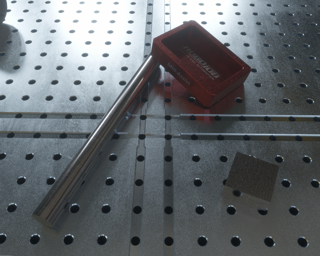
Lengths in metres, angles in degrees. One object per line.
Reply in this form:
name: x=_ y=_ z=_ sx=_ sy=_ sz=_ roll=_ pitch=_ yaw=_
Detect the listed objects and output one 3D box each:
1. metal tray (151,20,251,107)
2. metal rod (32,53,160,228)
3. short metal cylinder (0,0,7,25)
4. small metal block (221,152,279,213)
metal tray: x=0.061 y=-0.102 z=0.473 sx=0.091 sy=0.030 sz=0.130 roll=-34 pitch=70 yaw=-27
metal rod: x=-0.065 y=-0.008 z=0.413 sx=0.025 sy=0.025 sz=0.301 roll=18 pitch=52 yaw=14
short metal cylinder: x=-0.325 y=-0.223 z=0.555 sx=0.050 sy=0.080 sz=0.080 roll=20 pitch=53 yaw=15
small metal block: x=0.104 y=0.061 z=0.358 sx=0.050 sy=0.025 sz=0.050 roll=19 pitch=52 yaw=15
